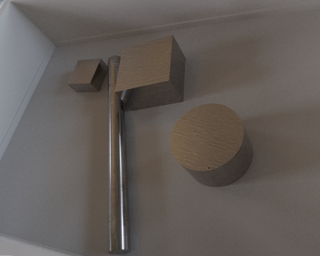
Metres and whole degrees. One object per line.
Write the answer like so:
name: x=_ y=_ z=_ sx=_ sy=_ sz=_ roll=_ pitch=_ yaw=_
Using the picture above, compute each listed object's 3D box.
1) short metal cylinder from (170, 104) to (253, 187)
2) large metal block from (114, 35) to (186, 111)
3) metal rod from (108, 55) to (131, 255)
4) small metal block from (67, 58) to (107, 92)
short metal cylinder: x=0.058 y=0.020 z=0.346 sx=0.080 sy=0.050 sz=0.080 roll=-13 pitch=56 yaw=20
large metal block: x=-0.012 y=-0.077 z=0.442 sx=0.080 sy=0.050 sz=0.080 roll=-9 pitch=58 yaw=23
metal rod: x=-0.059 y=0.014 z=0.426 sx=0.025 sy=0.025 sz=0.299 roll=-18 pitch=55 yaw=17
small metal block: x=-0.120 y=-0.088 z=0.521 sx=0.050 sy=0.025 sz=0.050 roll=3 pitch=63 yaw=29
